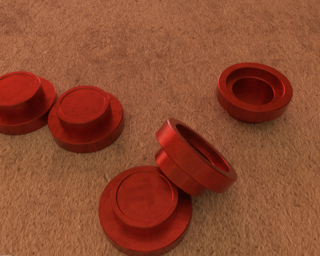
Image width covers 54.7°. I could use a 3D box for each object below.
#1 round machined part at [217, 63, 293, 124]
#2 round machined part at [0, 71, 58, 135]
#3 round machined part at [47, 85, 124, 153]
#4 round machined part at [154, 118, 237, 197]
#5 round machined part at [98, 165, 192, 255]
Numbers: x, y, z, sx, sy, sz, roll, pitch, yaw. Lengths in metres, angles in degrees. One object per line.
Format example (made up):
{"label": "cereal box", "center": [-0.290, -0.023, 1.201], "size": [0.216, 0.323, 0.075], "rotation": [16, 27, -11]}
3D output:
{"label": "round machined part", "center": [0.127, -0.044, 0.430], "size": [0.099, 0.042, 0.098], "rotation": [0, 50, 0]}
{"label": "round machined part", "center": [-0.193, -0.041, 0.425], "size": [0.099, 0.042, 0.098], "rotation": [0, 50, 0]}
{"label": "round machined part", "center": [-0.098, -0.018, 0.407], "size": [0.099, 0.042, 0.098], "rotation": [0, 50, 0]}
{"label": "round machined part", "center": [0.033, 0.036, 0.339], "size": [0.042, 0.098, 0.098], "rotation": [-50, 57, 13]}
{"label": "round machined part", "center": [-0.015, 0.080, 0.325], "size": [0.099, 0.042, 0.098], "rotation": [0, 50, 0]}
